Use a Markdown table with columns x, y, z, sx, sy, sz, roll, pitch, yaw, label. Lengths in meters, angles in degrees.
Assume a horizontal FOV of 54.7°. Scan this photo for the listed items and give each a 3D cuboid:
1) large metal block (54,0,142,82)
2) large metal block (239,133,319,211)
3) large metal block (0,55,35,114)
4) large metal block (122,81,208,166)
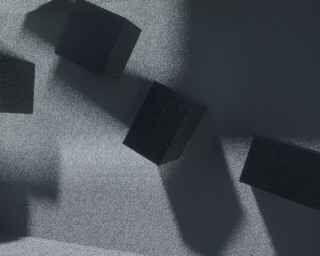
| x | y | z | sx | sy | sz | roll | pitch | yaw | label |
| --- | --- | --- | --- | --- | --- | --- | --- | --- | --- |
| -0.084 | -0.119 | 0.426 | 0.080 | 0.050 | 0.080 | 29 | 99 | 17 | large metal block |
| 0.136 | 0.042 | 0.333 | 0.080 | 0.080 | 0.050 | 19 | 96 | 18 | large metal block |
| -0.237 | -0.063 | 0.463 | 0.050 | 0.080 | 0.079 | 3 | 91 | 20 | large metal block |
| 0.010 | -0.005 | 0.377 | 0.050 | 0.080 | 0.080 | 31 | 100 | 17 | large metal block |
